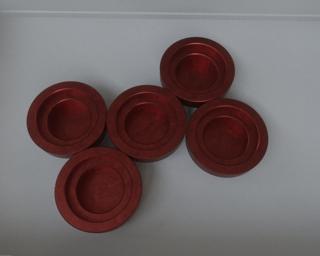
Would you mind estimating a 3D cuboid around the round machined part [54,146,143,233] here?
[{"bbox_3d":[-0.070,0.074,0.370,0.099,0.042,0.098,0,70,0],"label":"round machined part"}]

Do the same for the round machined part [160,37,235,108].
[{"bbox_3d":[0.049,-0.072,0.424,0.099,0.042,0.098,0,70,0],"label":"round machined part"}]

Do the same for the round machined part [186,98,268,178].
[{"bbox_3d":[0.082,0.015,0.393,0.099,0.042,0.098,0,70,0],"label":"round machined part"}]

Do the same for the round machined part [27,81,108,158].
[{"bbox_3d":[-0.114,-0.008,0.400,0.099,0.042,0.098,0,70,0],"label":"round machined part"}]

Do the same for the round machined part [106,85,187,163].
[{"bbox_3d":[-0.016,-0.003,0.398,0.099,0.042,0.098,0,70,0],"label":"round machined part"}]
